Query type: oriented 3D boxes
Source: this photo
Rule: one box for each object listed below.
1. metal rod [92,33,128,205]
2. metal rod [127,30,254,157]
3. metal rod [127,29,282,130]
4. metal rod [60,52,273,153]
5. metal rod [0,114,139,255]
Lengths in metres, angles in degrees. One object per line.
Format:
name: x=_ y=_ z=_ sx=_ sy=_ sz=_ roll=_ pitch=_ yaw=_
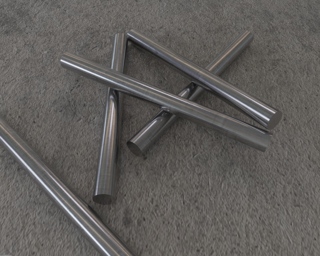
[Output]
metal rod: x=-0.064 y=-0.037 z=0.433 sx=0.025 sy=0.025 sz=0.300 roll=-1 pitch=50 yaw=-1
metal rod: x=0.059 y=-0.066 z=0.458 sx=0.025 sy=0.025 sz=0.301 roll=30 pitch=56 yaw=23
metal rod: x=0.041 y=-0.084 z=0.443 sx=0.025 sy=0.025 sz=0.300 roll=-30 pitch=47 yaw=-22
metal rod: x=-0.005 y=-0.041 z=0.403 sx=0.301 sy=0.025 sz=0.025 roll=24 pitch=54 yaw=18
metal rod: x=-0.135 y=0.053 z=0.357 sx=0.300 sy=0.025 sz=0.025 roll=36 pitch=59 yaw=26
